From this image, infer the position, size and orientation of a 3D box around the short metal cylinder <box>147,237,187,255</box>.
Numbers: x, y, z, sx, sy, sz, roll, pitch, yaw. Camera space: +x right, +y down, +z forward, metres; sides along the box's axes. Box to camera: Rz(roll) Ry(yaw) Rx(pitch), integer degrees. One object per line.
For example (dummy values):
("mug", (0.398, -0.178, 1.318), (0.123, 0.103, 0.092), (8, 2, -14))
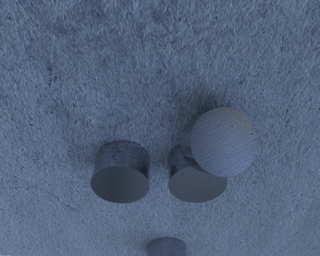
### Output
("short metal cylinder", (0.013, 0.260, 0.612), (0.081, 0.050, 0.079), (0, 130, 0))

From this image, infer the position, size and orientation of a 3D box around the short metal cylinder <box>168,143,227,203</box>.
("short metal cylinder", (0.052, 0.062, 0.444), (0.081, 0.050, 0.079), (0, 130, 0))

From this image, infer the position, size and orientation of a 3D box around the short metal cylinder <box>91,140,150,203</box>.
("short metal cylinder", (-0.055, 0.063, 0.444), (0.081, 0.050, 0.079), (0, 130, 0))

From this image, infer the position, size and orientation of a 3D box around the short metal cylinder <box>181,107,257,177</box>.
("short metal cylinder", (0.070, 0.017, 0.379), (0.081, 0.050, 0.080), (1, 86, -9))
